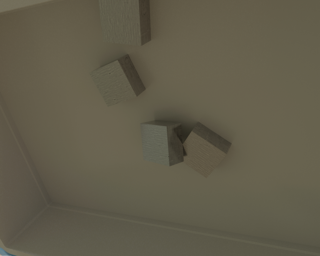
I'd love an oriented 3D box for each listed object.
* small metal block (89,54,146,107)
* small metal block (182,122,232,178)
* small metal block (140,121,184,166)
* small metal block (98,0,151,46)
[{"bbox_3d":[-0.054,-0.060,0.399,0.050,0.025,0.050,-15,111,34],"label":"small metal block"},{"bbox_3d":[0.055,0.028,0.397,0.050,0.025,0.050,34,129,5],"label":"small metal block"},{"bbox_3d":[0.002,0.018,0.399,0.050,0.025,0.050,7,105,47],"label":"small metal block"},{"bbox_3d":[-0.039,-0.124,0.351,0.050,0.025,0.050,12,124,21],"label":"small metal block"}]
